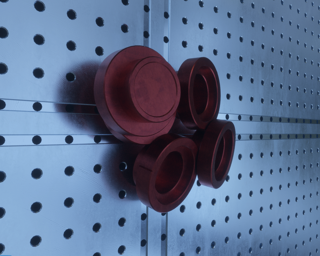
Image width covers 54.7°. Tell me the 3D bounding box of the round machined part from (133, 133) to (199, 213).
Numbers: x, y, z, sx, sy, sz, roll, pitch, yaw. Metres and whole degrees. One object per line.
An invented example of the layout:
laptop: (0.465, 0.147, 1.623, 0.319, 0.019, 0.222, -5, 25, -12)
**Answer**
round machined part: (0.004, 0.053, 0.392, 0.099, 0.042, 0.097, -23, 121, -44)

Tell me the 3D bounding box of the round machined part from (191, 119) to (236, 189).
round machined part: (0.073, 0.034, 0.446, 0.099, 0.042, 0.097, -32, 127, -54)

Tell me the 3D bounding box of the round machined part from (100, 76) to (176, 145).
round machined part: (-0.029, -0.029, 0.374, 0.099, 0.042, 0.097, 0, 90, -40)

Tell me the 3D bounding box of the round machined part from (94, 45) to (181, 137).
round machined part: (-0.016, -0.039, 0.331, 0.099, 0.042, 0.097, 0, 90, -40)

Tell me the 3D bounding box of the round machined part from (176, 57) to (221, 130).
round machined part: (0.045, -0.046, 0.426, 0.099, 0.042, 0.097, -3, 94, -56)
